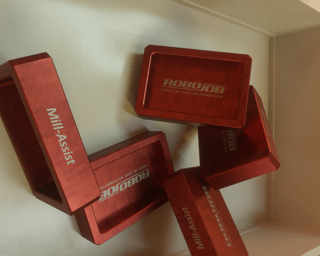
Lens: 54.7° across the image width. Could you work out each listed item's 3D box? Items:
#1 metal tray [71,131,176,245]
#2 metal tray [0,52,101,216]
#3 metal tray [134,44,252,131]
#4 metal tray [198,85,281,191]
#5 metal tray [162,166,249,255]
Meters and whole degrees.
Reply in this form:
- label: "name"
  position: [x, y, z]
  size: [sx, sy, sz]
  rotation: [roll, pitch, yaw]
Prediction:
- label: "metal tray"
  position: [-0.041, 0.065, 0.371]
  size: [0.131, 0.030, 0.089]
  rotation: [-23, 105, -38]
- label: "metal tray"
  position: [-0.106, 0.006, 0.276]
  size: [0.030, 0.090, 0.129]
  rotation: [-27, 107, -37]
- label: "metal tray"
  position: [0.041, -0.050, 0.384]
  size: [0.030, 0.131, 0.090]
  rotation: [56, 42, -80]
- label: "metal tray"
  position: [0.097, 0.009, 0.412]
  size: [0.030, 0.090, 0.130]
  rotation: [45, 32, -34]
- label: "metal tray"
  position: [0.058, 0.113, 0.381]
  size: [0.090, 0.030, 0.130]
  rotation: [6, 58, -61]
